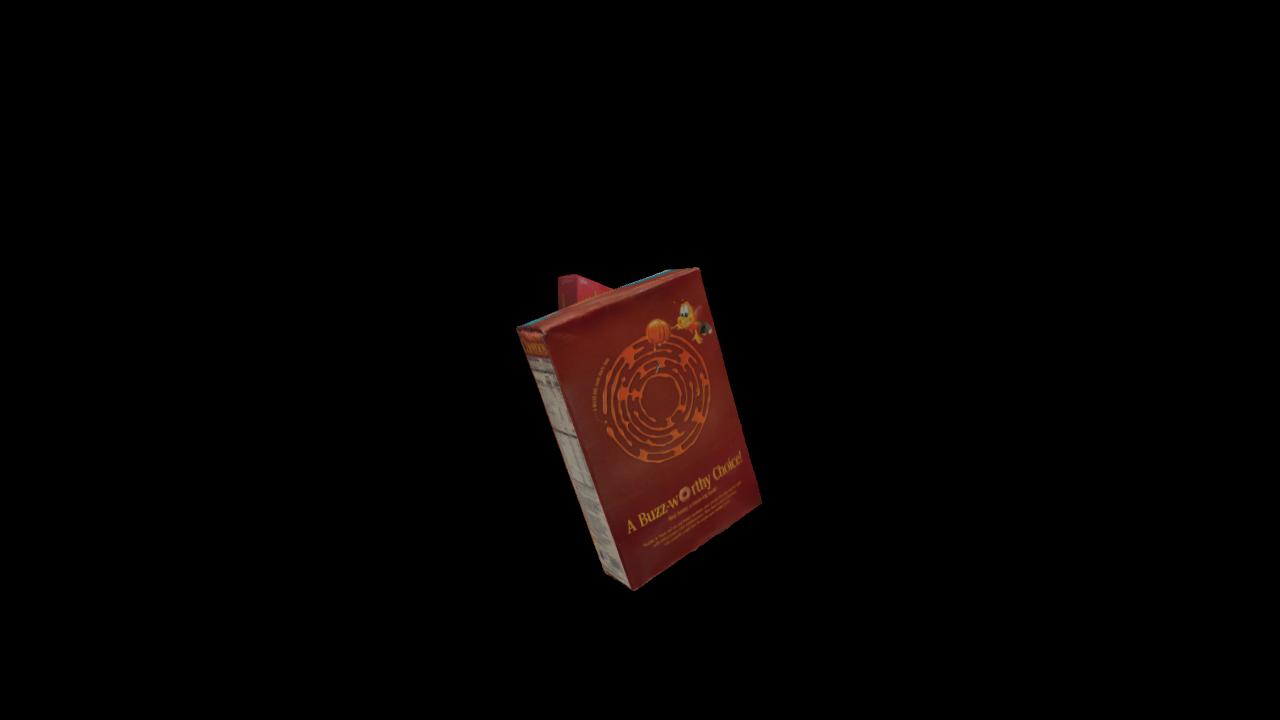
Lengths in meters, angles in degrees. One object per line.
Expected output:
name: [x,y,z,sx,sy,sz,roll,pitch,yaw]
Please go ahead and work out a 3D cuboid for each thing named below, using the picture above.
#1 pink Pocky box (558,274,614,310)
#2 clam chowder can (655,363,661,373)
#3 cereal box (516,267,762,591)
pink Pocky box: [-0.057,-0.013,0.690,0.029,0.155,0.084,-6,-9,27]
clam chowder can: [-0.020,0.001,0.689,0.102,0.068,0.068,23,7,16]
cereal box: [0.010,0.069,0.691,0.203,0.306,0.081,-26,16,-29]
